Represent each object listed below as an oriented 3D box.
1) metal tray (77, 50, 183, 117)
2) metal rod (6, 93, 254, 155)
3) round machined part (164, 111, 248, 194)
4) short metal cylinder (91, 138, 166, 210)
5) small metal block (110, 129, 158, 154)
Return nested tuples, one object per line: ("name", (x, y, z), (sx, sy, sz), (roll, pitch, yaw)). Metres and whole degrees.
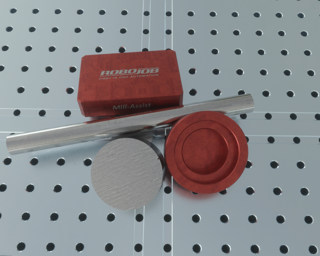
("metal tray", (-0.039, -0.062, 0.416), (0.131, 0.030, 0.090), (-4, 51, -3))
("metal rod", (-0.032, -0.006, 0.386), (0.302, 0.025, 0.025), (-10, 71, -4))
("round machined part", (0.054, 0.028, 0.381), (0.099, 0.042, 0.097), (0, 92, -4))
("short metal cylinder", (-0.035, 0.051, 0.367), (0.080, 0.050, 0.079), (0, 88, 5))
("small metal block", (-0.035, 0.013, 0.415), (0.050, 0.025, 0.050), (17, 71, 5))
